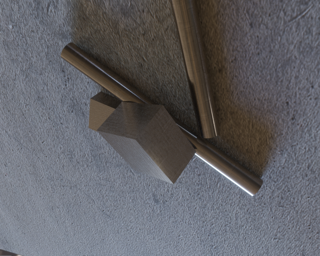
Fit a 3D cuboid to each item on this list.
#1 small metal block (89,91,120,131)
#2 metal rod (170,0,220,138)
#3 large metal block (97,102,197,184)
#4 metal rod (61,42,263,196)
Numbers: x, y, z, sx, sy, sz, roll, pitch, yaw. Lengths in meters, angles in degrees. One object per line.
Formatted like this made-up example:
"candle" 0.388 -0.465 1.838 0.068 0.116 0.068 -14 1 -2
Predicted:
"small metal block" -0.070 -0.016 0.432 0.050 0.025 0.050 23 127 14
"metal rod" 0.024 -0.124 0.315 0.025 0.025 0.298 -1 118 28
"large metal block" -0.016 0.016 0.377 0.080 0.050 0.080 10 145 49
"metal rod" 0.000 -0.013 0.397 0.301 0.025 0.025 36 129 3
